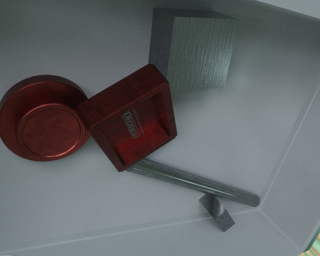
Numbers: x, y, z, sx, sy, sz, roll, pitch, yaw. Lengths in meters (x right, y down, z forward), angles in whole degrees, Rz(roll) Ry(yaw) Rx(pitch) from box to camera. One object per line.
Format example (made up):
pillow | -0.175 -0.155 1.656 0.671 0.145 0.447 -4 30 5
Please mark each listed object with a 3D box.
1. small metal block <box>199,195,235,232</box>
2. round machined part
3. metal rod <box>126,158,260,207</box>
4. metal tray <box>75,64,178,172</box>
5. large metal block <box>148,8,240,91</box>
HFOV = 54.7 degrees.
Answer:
small metal block | 0.099 0.146 0.540 0.025 0.050 0.050 -38 130 -3
round machined part | -0.118 -0.004 0.332 0.099 0.042 0.097 -14 124 -21
metal rod | 0.071 0.094 0.507 0.302 0.025 0.025 23 106 -37
metal tray | -0.029 -0.004 0.352 0.090 0.030 0.130 -32 154 -9
large metal block | 0.035 -0.091 0.357 0.081 0.050 0.079 -7 122 -25
